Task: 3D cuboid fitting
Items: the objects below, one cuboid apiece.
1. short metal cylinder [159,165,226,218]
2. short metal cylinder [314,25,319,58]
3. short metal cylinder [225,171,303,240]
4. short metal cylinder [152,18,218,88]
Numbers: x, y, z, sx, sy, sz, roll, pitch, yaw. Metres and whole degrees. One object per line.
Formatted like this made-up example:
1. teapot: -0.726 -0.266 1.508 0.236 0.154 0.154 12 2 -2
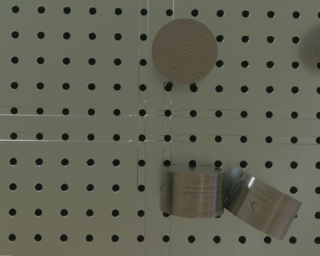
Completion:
1. short metal cylinder: 0.040 0.076 0.387 0.081 0.080 0.050 2 90 -1
2. short metal cylinder: 0.254 -0.120 0.404 0.081 0.050 0.079 0 90 -1
3. short metal cylinder: 0.127 0.095 0.388 0.080 0.080 0.050 28 90 -1
4. short metal cylinder: 0.030 -0.094 0.401 0.081 0.050 0.079 0 90 -1
